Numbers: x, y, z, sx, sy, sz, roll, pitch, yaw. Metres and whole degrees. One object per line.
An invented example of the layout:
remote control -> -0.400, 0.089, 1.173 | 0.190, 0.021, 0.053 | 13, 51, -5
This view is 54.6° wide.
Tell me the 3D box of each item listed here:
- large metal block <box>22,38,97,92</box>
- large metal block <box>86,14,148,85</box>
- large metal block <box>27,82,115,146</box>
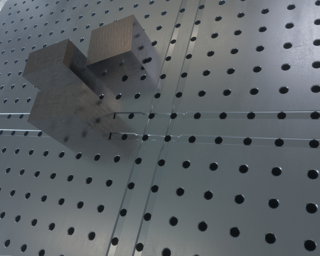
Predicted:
large metal block -> -0.163, -0.092, 0.516 | 0.080, 0.080, 0.050 | -12, 57, 21
large metal block -> -0.068, -0.127, 0.508 | 0.080, 0.050, 0.080 | -13, 56, 21
large metal block -> -0.126, -0.016, 0.450 | 0.080, 0.080, 0.050 | -7, 59, 25
